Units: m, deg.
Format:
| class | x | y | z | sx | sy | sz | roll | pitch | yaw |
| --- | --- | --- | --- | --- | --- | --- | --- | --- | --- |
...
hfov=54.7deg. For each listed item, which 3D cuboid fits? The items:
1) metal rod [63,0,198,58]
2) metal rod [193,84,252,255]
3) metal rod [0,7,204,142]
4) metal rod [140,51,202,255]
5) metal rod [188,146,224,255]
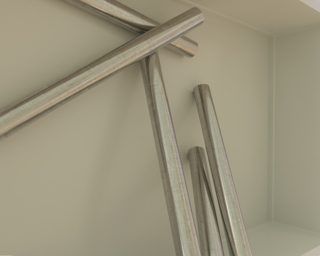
| class | x | y | z | sx | sy | sz | roll | pitch | yaw |
| --- | --- | --- | --- | --- | --- | --- | --- | --- | --- |
| metal rod | -0.068 | -0.139 | 0.350 | 0.302 | 0.025 | 0.025 | 13 | 82 | -40 |
| metal rod | 0.081 | 0.072 | 0.393 | 0.025 | 0.025 | 0.299 | 17 | 53 | -39 |
| metal rod | -0.059 | -0.067 | 0.338 | 0.302 | 0.025 | 0.025 | -37 | 113 | -28 |
| metal rod | 0.011 | 0.035 | 0.344 | 0.025 | 0.025 | 0.299 | 7 | 63 | -40 |
| metal rod | 0.058 | 0.136 | 0.347 | 0.025 | 0.025 | 0.300 | 42 | 29 | -32 |
